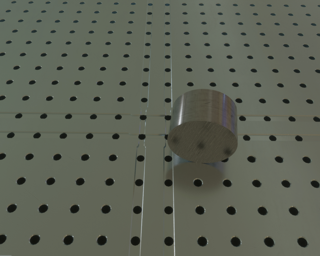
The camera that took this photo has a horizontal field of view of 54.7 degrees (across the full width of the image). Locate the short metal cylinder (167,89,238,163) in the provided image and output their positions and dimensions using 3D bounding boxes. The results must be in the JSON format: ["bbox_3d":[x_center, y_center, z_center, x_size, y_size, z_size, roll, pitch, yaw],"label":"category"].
[{"bbox_3d":[0.052,-0.001,0.373,0.080,0.080,0.050,7,51,5],"label":"short metal cylinder"}]
